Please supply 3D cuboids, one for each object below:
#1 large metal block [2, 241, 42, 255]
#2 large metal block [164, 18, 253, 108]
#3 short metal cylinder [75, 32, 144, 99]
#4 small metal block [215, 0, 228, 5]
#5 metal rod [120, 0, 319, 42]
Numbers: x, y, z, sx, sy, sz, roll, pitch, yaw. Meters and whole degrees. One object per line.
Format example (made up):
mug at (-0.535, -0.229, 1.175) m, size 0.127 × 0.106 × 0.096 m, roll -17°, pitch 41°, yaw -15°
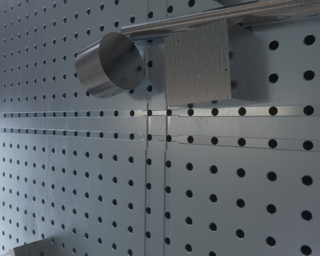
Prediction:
large metal block at (-0.276, 0.284, 0.621) m, size 0.080 × 0.050 × 0.080 m, roll -37°, pitch 68°, yaw 34°
large metal block at (0.054, -0.067, 0.349) m, size 0.080 × 0.050 × 0.080 m, roll -4°, pitch 87°, yaw 40°
short metal cylinder at (-0.068, -0.085, 0.430) m, size 0.050 × 0.081 × 0.080 m, roll -14°, pitch 81°, yaw 39°
small metal block at (0.065, -0.178, 0.356) m, size 0.050 × 0.025 × 0.050 m, roll 47°, pitch 118°, yaw 29°
metal rod at (0.067, -0.124, 0.353) m, size 0.300 × 0.025 × 0.025 m, roll 6°, pitch 94°, yaw 39°
